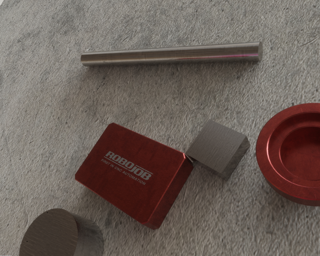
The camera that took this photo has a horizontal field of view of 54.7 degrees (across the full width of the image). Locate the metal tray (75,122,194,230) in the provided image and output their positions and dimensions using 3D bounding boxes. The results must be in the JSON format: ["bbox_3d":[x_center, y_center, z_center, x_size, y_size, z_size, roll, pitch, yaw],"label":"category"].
[{"bbox_3d":[-0.035,0.054,0.386,0.130,0.030,0.090,22,73,36],"label":"metal tray"}]

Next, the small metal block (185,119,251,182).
[{"bbox_3d":[0.066,0.025,0.354,0.050,0.025,0.050,28,77,37],"label":"small metal block"}]

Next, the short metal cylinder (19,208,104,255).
[{"bbox_3d":[-0.114,0.140,0.361,0.080,0.050,0.080,-13,56,21],"label":"short metal cylinder"}]

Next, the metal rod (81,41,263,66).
[{"bbox_3d":[-0.001,-0.109,0.471,0.300,0.025,0.025,5,64,30],"label":"metal rod"}]

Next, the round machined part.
[{"bbox_3d":[0.147,0.028,0.299,0.098,0.042,0.098,-13,56,21],"label":"round machined part"}]
